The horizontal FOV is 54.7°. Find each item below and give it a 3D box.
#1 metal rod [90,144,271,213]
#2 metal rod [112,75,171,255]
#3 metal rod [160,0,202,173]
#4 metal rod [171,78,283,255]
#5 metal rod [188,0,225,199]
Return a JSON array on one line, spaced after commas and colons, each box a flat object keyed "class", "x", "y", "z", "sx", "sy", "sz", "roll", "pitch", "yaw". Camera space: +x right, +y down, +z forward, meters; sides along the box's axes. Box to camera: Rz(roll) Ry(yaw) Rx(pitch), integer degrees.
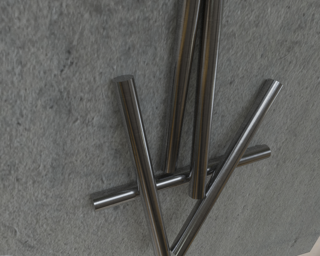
[{"class": "metal rod", "x": 0.045, "y": 0.071, "z": 0.477, "sx": 0.303, "sy": 0.025, "sz": 0.025, "roll": -13, "pitch": 124, "yaw": -22}, {"class": "metal rod", "x": -0.018, "y": 0.075, "z": 0.416, "sx": 0.025, "sy": 0.025, "sz": 0.298, "roll": -19, "pitch": 117, "yaw": -18}, {"class": "metal rod", "x": 0.026, "y": -0.071, "z": 0.378, "sx": 0.025, "sy": 0.025, "sz": 0.298, "roll": -9, "pitch": 122, "yaw": -24}, {"class": "metal rod", "x": 0.099, "y": 0.062, "z": 0.470, "sx": 0.025, "sy": 0.025, "sz": 0.299, "roll": 27, "pitch": 94, "yaw": -38}, {"class": "metal rod", "x": 0.058, "y": -0.035, "z": 0.400, "sx": 0.025, "sy": 0.025, "sz": 0.298, "roll": -11, "pitch": 118, "yaw": -23}]
